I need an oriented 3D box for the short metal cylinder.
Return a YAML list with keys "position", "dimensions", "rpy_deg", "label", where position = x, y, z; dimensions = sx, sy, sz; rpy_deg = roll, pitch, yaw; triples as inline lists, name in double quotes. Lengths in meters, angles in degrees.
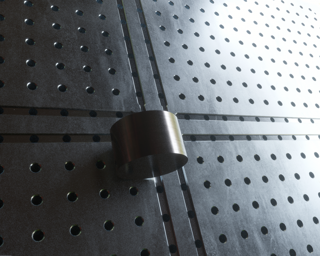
- position: [-0.013, 0.021, 0.352]
  dimensions: [0.081, 0.080, 0.050]
  rpy_deg: [1, 62, -28]
  label: "short metal cylinder"
